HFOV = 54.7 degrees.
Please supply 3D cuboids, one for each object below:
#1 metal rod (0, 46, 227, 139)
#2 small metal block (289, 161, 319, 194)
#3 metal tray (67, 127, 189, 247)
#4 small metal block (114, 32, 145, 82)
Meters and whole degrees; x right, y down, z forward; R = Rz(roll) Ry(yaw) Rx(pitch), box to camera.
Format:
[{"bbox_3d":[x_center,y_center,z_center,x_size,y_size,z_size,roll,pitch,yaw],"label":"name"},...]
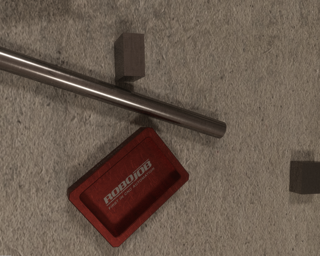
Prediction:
[{"bbox_3d":[-0.048,-0.038,0.391,0.302,0.025,0.025,17,84,-20],"label":"metal rod"},{"bbox_3d":[0.239,0.079,0.500,0.050,0.025,0.050,3,89,-21],"label":"small metal block"},{"bbox_3d":[-0.038,0.071,0.393,0.130,0.030,0.090,-41,103,-16],"label":"metal tray"},{"bbox_3d":[-0.038,-0.085,0.382,0.025,0.050,0.050,-2,91,-20],"label":"small metal block"}]
